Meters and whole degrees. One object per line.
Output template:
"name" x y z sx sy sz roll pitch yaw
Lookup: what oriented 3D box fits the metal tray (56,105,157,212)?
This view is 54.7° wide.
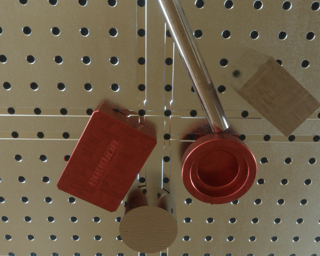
"metal tray" -0.073 0.044 0.426 0.090 0.030 0.129 27 108 -10

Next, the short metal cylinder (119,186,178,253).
"short metal cylinder" -0.016 0.132 0.449 0.081 0.050 0.079 0 110 -1

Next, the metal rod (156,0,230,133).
"metal rod" 0.019 -0.127 0.366 0.025 0.025 0.299 -23 109 8

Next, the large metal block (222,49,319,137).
"large metal block" 0.128 -0.045 0.369 0.080 0.080 0.050 39 105 -13

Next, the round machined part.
"round machined part" 0.078 0.052 0.424 0.099 0.042 0.097 0 110 -1
